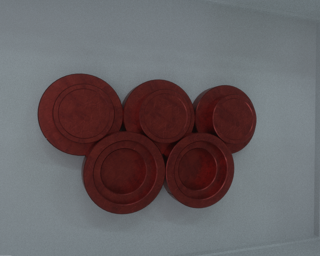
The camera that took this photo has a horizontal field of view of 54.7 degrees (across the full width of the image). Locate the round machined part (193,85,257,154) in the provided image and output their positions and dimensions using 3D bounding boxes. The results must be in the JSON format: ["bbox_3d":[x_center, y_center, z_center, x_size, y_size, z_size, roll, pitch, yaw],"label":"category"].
[{"bbox_3d":[0.094,-0.012,0.433,0.099,0.042,0.097,0,89,-20],"label":"round machined part"}]

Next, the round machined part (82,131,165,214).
[{"bbox_3d":[-0.046,0.052,0.382,0.099,0.042,0.097,0,90,-20],"label":"round machined part"}]

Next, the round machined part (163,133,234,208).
[{"bbox_3d":[0.046,0.054,0.417,0.099,0.042,0.097,0,90,-20],"label":"round machined part"}]

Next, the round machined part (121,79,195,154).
[{"bbox_3d":[0.001,-0.014,0.399,0.099,0.042,0.097,0,89,-20],"label":"round machined part"}]

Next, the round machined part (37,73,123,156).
[{"bbox_3d":[-0.091,-0.016,0.365,0.099,0.042,0.097,0,89,-21],"label":"round machined part"}]
